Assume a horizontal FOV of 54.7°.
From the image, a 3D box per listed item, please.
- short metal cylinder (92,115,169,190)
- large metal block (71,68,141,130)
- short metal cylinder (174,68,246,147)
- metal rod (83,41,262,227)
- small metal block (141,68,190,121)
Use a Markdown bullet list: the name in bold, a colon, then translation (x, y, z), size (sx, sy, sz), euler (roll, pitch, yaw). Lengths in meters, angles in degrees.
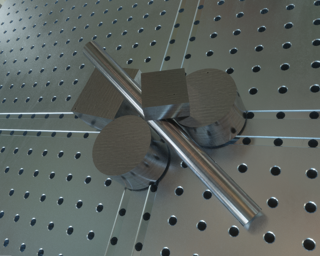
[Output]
- **short metal cylinder**: translation (-0.036, 0.031, 0.388), size (0.080, 0.050, 0.080), euler (-13, 56, 21)
- **large metal block**: translation (-0.066, -0.040, 0.444), size (0.080, 0.050, 0.080), euler (12, 68, 33)
- **short metal cylinder**: translation (0.058, -0.024, 0.372), size (0.080, 0.050, 0.080), euler (-13, 56, 21)
- **metal rod**: translation (-0.002, -0.011, 0.366), size (0.025, 0.025, 0.300), euler (-43, 65, -1)
- **small metal block**: translation (0.006, -0.038, 0.351), size (0.050, 0.025, 0.050), euler (-7, 57, 4)
